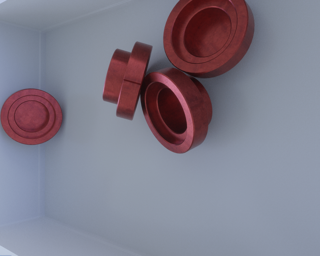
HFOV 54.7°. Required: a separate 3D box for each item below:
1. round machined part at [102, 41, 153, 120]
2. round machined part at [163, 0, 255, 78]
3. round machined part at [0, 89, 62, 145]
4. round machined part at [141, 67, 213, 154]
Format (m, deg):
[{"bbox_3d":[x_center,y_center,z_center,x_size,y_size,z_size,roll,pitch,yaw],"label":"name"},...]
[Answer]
[{"bbox_3d":[-0.043,-0.062,0.391,0.042,0.098,0.097,15,103,-4],"label":"round machined part"},{"bbox_3d":[0.056,-0.102,0.342,0.098,0.042,0.097,-5,80,33],"label":"round machined part"},{"bbox_3d":[-0.228,-0.022,0.549,0.042,0.099,0.097,18,102,62],"label":"round machined part"},{"bbox_3d":[0.022,-0.023,0.359,0.098,0.042,0.097,38,141,40],"label":"round machined part"}]
